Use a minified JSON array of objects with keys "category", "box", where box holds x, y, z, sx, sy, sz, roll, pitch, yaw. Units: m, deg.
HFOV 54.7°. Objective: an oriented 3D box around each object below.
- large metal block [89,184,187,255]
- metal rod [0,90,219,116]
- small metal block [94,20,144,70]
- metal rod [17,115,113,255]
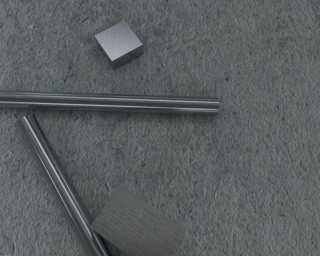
[{"category":"large metal block","box":[-0.021,0.111,0.338,0.080,0.080,0.050,32,73,10]},{"category":"metal rod","box":[-0.073,-0.034,0.419,0.302,0.025,0.025,2,70,0]},{"category":"small metal block","box":[-0.059,-0.121,0.452,0.050,0.025,0.050,-32,73,-11]},{"category":"metal rod","box":[-0.095,0.108,0.367,0.025,0.025,0.299,-32,73,-11]}]
